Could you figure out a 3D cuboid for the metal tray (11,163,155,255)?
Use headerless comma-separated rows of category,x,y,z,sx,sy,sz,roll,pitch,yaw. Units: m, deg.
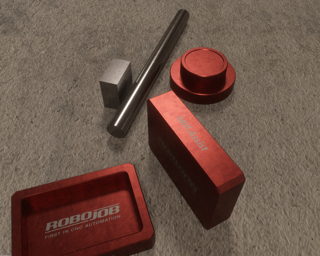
metal tray,-0.079,0.094,0.319,0.131,0.030,0.090,-13,51,-12

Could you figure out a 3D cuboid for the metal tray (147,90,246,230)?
metal tray,0.031,0.033,0.333,0.030,0.089,0.130,-24,54,-19

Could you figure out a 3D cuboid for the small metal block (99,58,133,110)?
small metal block,-0.060,-0.062,0.438,0.025,0.050,0.050,13,51,10

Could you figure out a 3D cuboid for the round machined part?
round machined part,0.064,-0.084,0.464,0.099,0.042,0.098,0,50,0

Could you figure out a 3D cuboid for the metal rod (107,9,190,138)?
metal rod,-0.007,-0.103,0.489,0.025,0.025,0.301,15,51,12
